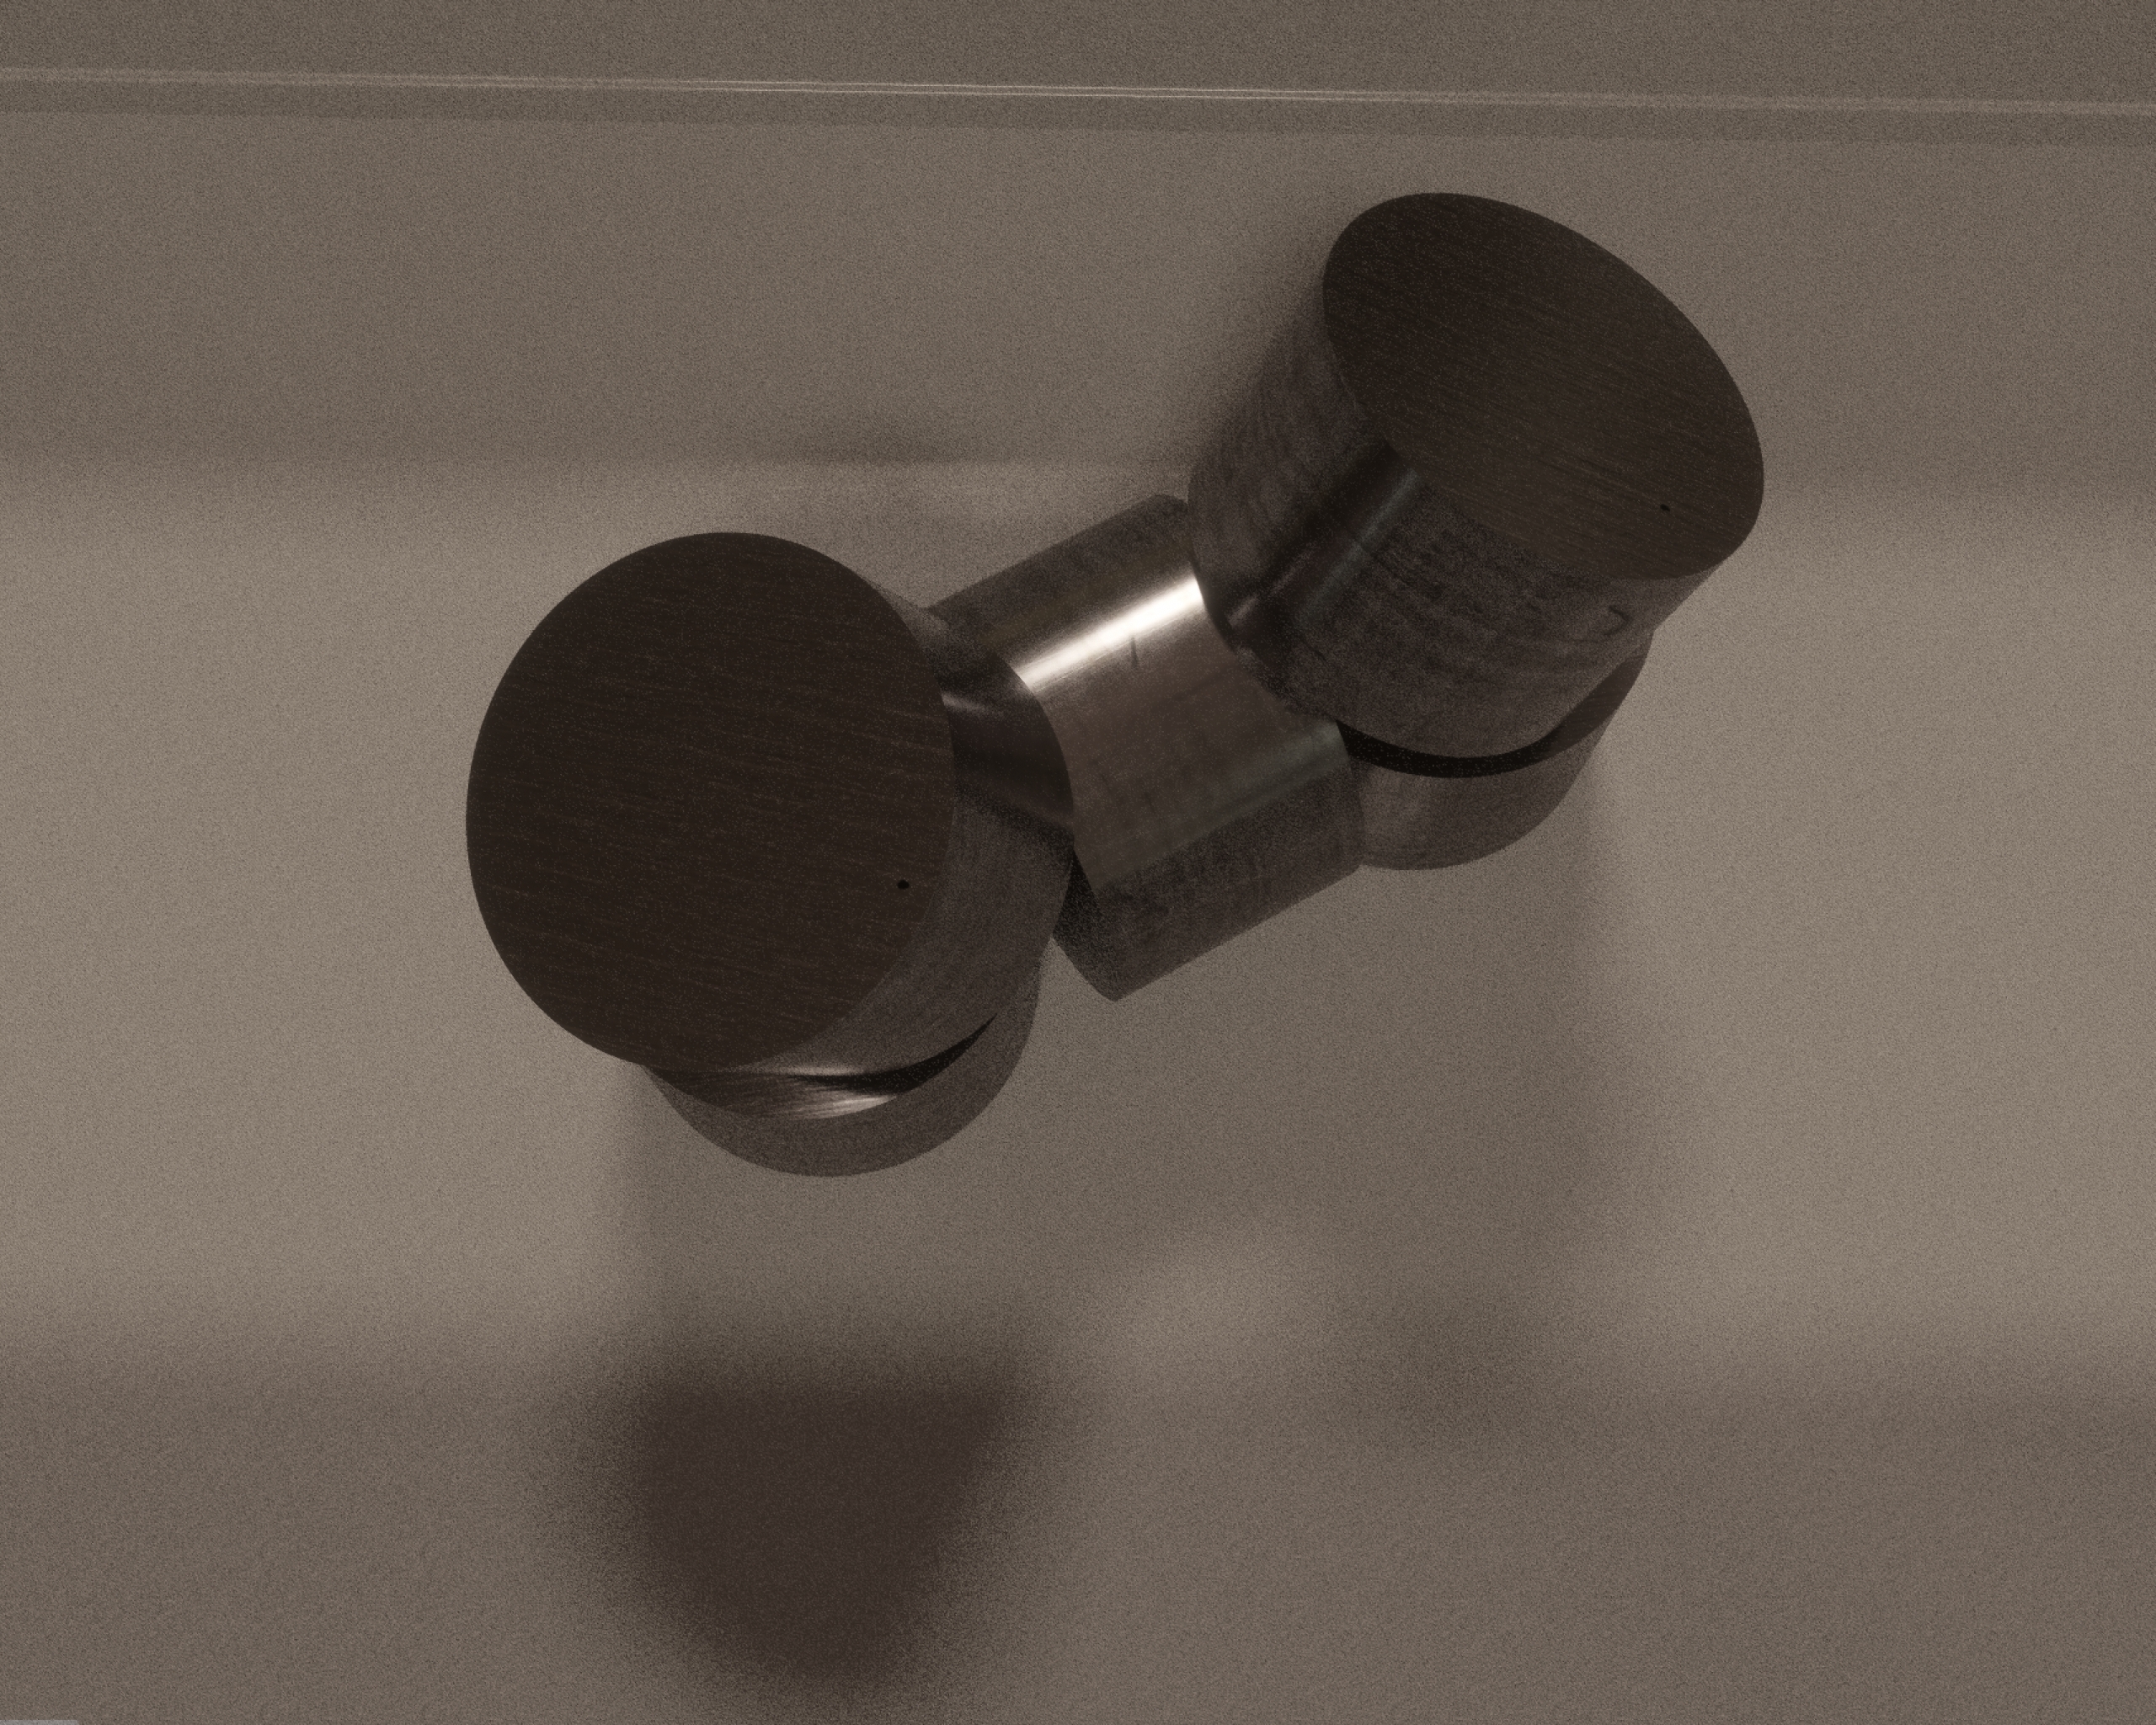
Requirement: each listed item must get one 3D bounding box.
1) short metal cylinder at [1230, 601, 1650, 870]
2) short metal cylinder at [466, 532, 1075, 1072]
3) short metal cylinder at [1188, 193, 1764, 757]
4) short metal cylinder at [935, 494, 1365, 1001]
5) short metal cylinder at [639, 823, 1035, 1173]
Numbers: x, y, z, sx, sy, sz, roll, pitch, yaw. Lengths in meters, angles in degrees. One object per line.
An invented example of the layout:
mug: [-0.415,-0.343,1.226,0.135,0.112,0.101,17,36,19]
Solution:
short metal cylinder: [0.068,-0.044,0.412,0.081,0.050,0.080,0,70,0]
short metal cylinder: [-0.047,-0.007,0.328,0.080,0.050,0.080,-2,83,19]
short metal cylinder: [0.066,-0.065,0.350,0.081,0.050,0.080,12,55,-18]
short metal cylinder: [0.010,-0.021,0.386,0.050,0.080,0.080,-28,73,-10]
short metal cylinder: [-0.048,0.014,0.389,0.081,0.050,0.080,0,70,0]
